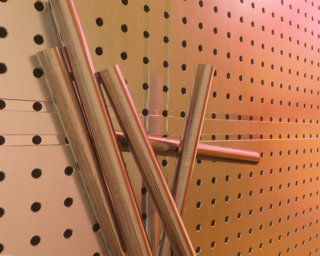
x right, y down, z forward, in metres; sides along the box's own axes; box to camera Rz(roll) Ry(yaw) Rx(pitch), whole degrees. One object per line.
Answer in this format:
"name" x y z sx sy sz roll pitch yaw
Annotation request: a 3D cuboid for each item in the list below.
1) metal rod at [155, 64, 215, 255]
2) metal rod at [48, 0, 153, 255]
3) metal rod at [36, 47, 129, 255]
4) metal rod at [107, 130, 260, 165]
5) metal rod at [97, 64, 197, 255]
"metal rod" 0.029 0.065 0.408 0.025 0.025 0.298 11 91 -40
"metal rod" -0.062 0.005 0.336 0.025 0.025 0.298 -22 99 -38
"metal rod" -0.073 0.060 0.349 0.025 0.025 0.298 -26 107 -37
"metal rod" 0.053 0.034 0.456 0.302 0.025 0.025 10 84 -40
"metal rod" -0.003 0.071 0.369 0.025 0.025 0.298 -31 106 -36
